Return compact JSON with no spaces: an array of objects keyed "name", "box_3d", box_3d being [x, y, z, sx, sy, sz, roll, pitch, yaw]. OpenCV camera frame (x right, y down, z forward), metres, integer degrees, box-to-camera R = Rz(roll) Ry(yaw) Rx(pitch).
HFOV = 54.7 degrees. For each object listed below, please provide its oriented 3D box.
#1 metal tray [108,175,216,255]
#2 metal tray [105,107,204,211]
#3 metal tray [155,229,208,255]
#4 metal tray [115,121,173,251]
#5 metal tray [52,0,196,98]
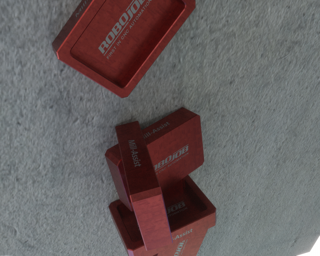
[{"name":"metal tray","box_3d":[0.003,0.123,0.444,0.131,0.090,0.030,-19,126,-18]},{"name":"metal tray","box_3d":[-0.001,0.040,0.411,0.131,0.030,0.089,-30,130,-26]},{"name":"metal tray","box_3d":[0.025,0.216,0.553,0.091,0.030,0.129,3,117,-30]},{"name":"metal tray","box_3d":[-0.021,0.062,0.365,0.030,0.130,0.089,-15,126,-6]},{"name":"metal tray","box_3d":[-0.035,-0.106,0.319,0.090,0.030,0.130,32,101,-39]}]
